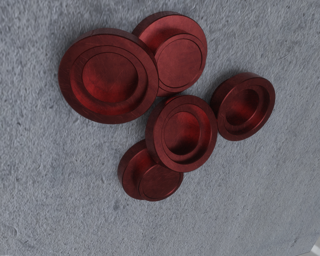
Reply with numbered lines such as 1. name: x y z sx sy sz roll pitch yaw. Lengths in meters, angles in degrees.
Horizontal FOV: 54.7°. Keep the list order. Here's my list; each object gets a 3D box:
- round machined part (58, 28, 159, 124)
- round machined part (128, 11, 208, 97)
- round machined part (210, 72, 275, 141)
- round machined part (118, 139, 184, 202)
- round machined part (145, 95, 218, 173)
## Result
1. round machined part: -0.051 -0.056 0.322 0.099 0.042 0.097 -2 123 -3
2. round machined part: 0.013 -0.080 0.356 0.099 0.042 0.097 -14 125 -21
3. round machined part: 0.111 -0.033 0.439 0.099 0.042 0.097 -14 125 -21
4. round machined part: -0.006 0.064 0.434 0.099 0.042 0.097 -14 125 -21
5. round machined part: 0.024 0.006 0.402 0.099 0.042 0.097 -4 97 -31
